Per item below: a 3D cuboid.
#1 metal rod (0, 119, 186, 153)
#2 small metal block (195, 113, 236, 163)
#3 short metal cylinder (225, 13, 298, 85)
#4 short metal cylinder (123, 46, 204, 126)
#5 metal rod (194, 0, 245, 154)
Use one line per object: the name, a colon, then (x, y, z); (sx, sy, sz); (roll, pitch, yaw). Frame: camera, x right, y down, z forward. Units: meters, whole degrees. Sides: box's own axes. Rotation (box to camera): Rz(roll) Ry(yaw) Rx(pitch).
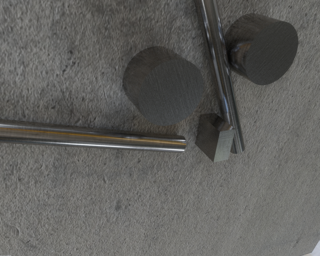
metal rod: (-0.099, 0.010, 0.358); (0.302, 0.025, 0.025); (6, 116, -31)
small metal block: (0.077, 0.013, 0.441); (0.025, 0.050, 0.050); (-9, 122, -24)
short metal cylinder: (0.127, -0.101, 0.398); (0.081, 0.050, 0.079); (-14, 124, -21)
short metal cylinder: (0.003, -0.049, 0.362); (0.081, 0.050, 0.079); (-14, 124, -21)
metal rod: (0.078, -0.077, 0.401); (0.025, 0.025, 0.299); (-30, 129, -9)
